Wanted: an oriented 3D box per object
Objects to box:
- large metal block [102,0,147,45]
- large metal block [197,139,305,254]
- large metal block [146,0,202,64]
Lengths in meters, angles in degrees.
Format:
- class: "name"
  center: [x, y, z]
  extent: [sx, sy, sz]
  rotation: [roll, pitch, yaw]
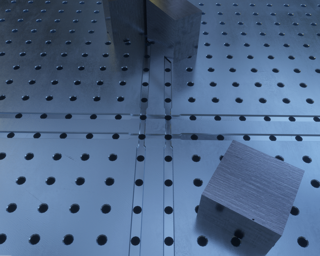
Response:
- class: "large metal block"
  center: [-0.053, -0.201, 0.541]
  extent: [0.081, 0.080, 0.050]
  rotation: [-16, 52, -14]
- class: "large metal block"
  center: [0.096, 0.071, 0.333]
  extent: [0.080, 0.050, 0.080]
  rotation: [25, 54, 19]
- class: "large metal block"
  center: [0.021, -0.168, 0.513]
  extent: [0.050, 0.080, 0.080]
  rotation: [-27, 55, -21]
